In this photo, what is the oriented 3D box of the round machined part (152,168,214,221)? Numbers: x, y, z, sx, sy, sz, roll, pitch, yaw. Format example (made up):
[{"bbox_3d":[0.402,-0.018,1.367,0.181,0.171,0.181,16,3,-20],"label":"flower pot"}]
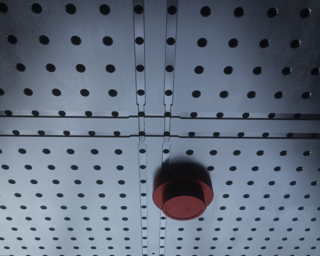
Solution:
[{"bbox_3d":[0.037,0.112,0.497,0.099,0.042,0.097,-1,130,0],"label":"round machined part"}]
